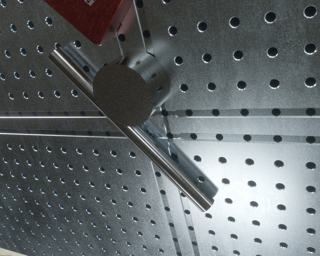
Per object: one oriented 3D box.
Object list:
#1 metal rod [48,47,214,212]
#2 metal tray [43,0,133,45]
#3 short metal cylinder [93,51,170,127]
[{"bbox_3d":[-0.037,0.005,0.431,0.300,0.025,0.025,45,129,-4],"label":"metal rod"},{"bbox_3d":[-0.094,-0.171,0.350,0.130,0.030,0.090,41,129,-1],"label":"metal tray"},{"bbox_3d":[-0.034,-0.049,0.382,0.080,0.050,0.079,13,124,20],"label":"short metal cylinder"}]
